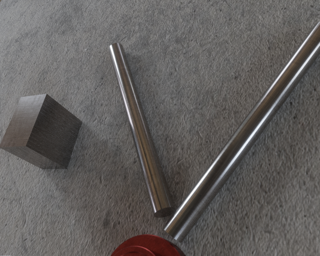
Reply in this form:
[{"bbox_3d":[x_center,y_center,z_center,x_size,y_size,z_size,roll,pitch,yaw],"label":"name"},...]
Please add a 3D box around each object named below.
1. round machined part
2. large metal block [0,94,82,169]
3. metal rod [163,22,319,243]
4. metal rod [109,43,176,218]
[{"bbox_3d":[-0.019,0.155,0.306,0.098,0.042,0.098,-13,56,20],"label":"round machined part"},{"bbox_3d":[-0.168,0.008,0.450,0.050,0.080,0.080,-4,60,26],"label":"large metal block"},{"bbox_3d":[0.105,-0.003,0.349,0.025,0.025,0.300,32,79,37],"label":"metal rod"},{"bbox_3d":[-0.034,-0.020,0.432,0.025,0.025,0.299,-27,52,11],"label":"metal rod"}]
